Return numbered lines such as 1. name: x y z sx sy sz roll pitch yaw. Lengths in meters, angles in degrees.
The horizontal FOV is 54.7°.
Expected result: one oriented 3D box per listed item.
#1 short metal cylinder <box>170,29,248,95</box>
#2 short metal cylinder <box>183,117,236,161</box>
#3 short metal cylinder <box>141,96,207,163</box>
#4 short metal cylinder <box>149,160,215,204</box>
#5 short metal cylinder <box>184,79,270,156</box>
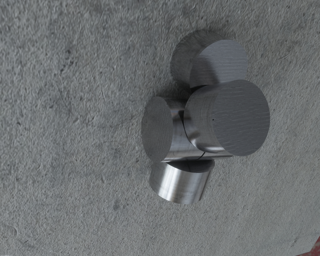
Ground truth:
1. short metal cylinder: 0.059 -0.075 0.381 0.081 0.050 0.079 -14 125 -21
2. short metal cylinder: 0.063 0.003 0.410 0.050 0.080 0.079 1 118 -28
3. short metal cylinder: 0.017 0.002 0.385 0.050 0.080 0.079 1 118 -29
4. short metal cylinder: 0.029 0.059 0.427 0.081 0.080 0.050 0 118 -29
5. short metal cylinder: 0.074 -0.010 0.342 0.081 0.050 0.079 0 90 -29
